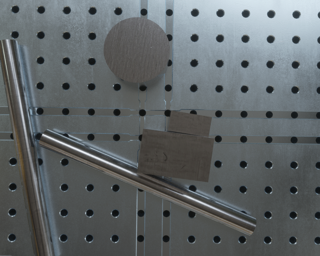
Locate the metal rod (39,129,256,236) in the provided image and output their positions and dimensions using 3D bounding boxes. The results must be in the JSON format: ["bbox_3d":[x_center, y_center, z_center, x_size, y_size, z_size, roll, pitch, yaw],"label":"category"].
[{"bbox_3d":[-0.015,0.072,0.413,0.301,0.025,0.025,23,90,-1],"label":"metal rod"}]

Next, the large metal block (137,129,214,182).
[{"bbox_3d":[0.017,0.030,0.386,0.081,0.080,0.050,8,90,-1],"label":"large metal block"}]

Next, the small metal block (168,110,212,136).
[{"bbox_3d":[0.036,-0.005,0.401,0.050,0.050,0.025,10,90,-1],"label":"small metal block"}]

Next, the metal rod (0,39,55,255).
[{"bbox_3d":[-0.177,0.034,0.411,0.025,0.025,0.298,-10,90,0],"label":"metal rod"}]

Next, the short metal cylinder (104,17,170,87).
[{"bbox_3d":[-0.028,-0.095,0.400,0.081,0.050,0.079,0,90,-1],"label":"short metal cylinder"}]
